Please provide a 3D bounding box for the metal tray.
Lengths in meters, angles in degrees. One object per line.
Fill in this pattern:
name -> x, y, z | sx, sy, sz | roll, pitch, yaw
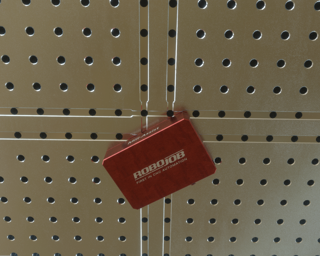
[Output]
metal tray -> 0.000, 0.047, 0.428 | 0.130, 0.030, 0.090 | -27, 108, 9
